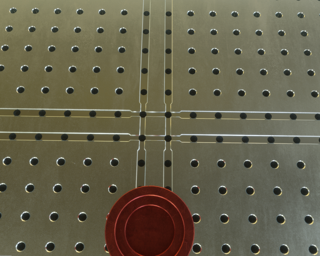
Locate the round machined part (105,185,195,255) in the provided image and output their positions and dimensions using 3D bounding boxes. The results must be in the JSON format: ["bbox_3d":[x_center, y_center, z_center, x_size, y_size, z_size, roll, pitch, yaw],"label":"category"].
[{"bbox_3d":[-0.011,0.119,0.359,0.099,0.042,0.098,0,70,-1],"label":"round machined part"}]
